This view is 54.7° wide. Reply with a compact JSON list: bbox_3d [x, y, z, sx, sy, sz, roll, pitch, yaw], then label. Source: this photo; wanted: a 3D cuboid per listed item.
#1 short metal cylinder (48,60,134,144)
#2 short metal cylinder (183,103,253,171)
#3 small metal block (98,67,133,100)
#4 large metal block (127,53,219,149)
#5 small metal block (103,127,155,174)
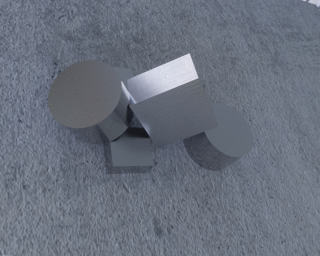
[{"bbox_3d":[-0.074,-0.028,0.344,0.080,0.050,0.080,-3,68,9],"label":"short metal cylinder"},{"bbox_3d":[0.079,0.013,0.426,0.081,0.050,0.080,14,56,-21],"label":"short metal cylinder"},{"bbox_3d":[-0.060,-0.052,0.405,0.050,0.025,0.050,-1,62,-29],"label":"small metal block"},{"bbox_3d":[0.016,-0.030,0.375,0.050,0.080,0.080,-100,164,-45],"label":"large metal block"},{"bbox_3d":[-0.039,0.027,0.369,0.050,0.025,0.050,3,61,-27],"label":"small metal block"}]
